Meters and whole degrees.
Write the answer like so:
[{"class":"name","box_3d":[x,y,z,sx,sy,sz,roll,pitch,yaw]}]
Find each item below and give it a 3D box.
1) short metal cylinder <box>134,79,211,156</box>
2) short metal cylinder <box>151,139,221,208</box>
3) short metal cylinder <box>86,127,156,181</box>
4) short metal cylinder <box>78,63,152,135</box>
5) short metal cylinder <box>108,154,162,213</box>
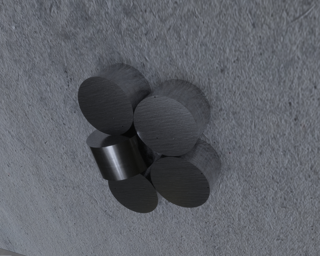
[{"class":"short metal cylinder","box_3d":[0.015,-0.013,0.375,0.080,0.050,0.079,13,125,20]},{"class":"short metal cylinder","box_3d":[0.035,0.057,0.409,0.080,0.050,0.079,14,125,21]},{"class":"short metal cylinder","box_3d":[-0.051,0.026,0.416,0.080,0.080,0.050,-3,117,29]},{"class":"short metal cylinder","box_3d":[-0.057,-0.037,0.399,0.080,0.050,0.079,14,125,21]},{"class":"short metal cylinder","box_3d":[-0.028,0.077,0.455,0.080,0.050,0.079,14,125,21]}]
